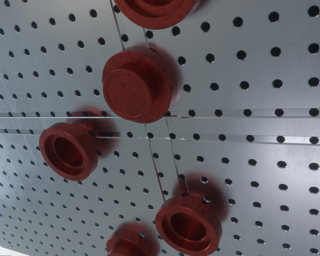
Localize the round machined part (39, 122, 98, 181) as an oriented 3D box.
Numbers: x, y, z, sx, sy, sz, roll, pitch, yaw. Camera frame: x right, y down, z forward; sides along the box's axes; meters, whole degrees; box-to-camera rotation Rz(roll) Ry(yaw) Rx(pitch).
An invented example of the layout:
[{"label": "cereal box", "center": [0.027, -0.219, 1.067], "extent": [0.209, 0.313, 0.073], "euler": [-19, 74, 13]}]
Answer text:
[{"label": "round machined part", "center": [-0.140, 0.033, 0.496], "extent": [0.098, 0.042, 0.097], "euler": [13, 124, 21]}]

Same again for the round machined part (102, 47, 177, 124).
[{"label": "round machined part", "center": [-0.032, -0.048, 0.388], "extent": [0.098, 0.042, 0.097], "euler": [13, 124, 21]}]

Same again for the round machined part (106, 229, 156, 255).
[{"label": "round machined part", "center": [-0.060, 0.242, 0.582], "extent": [0.098, 0.042, 0.097], "euler": [13, 124, 21]}]

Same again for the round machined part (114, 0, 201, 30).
[{"label": "round machined part", "center": [0.000, -0.152, 0.307], "extent": [0.098, 0.042, 0.097], "euler": [13, 124, 21]}]

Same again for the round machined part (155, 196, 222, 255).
[{"label": "round machined part", "center": [0.045, 0.141, 0.464], "extent": [0.098, 0.042, 0.097], "euler": [13, 124, 21]}]
